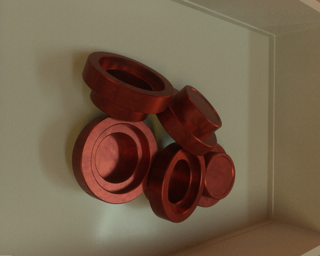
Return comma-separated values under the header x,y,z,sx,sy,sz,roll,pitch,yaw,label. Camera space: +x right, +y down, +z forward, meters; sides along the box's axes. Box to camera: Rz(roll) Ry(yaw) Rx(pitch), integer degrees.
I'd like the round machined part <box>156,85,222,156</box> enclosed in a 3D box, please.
x,y,z,sx,sy,sz,roll,pitch,yaw,label
0.041,-0.016,0.394,0.098,0.042,0.098,39,25,-22,round machined part

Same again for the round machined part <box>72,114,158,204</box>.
x,y,z,sx,sy,sz,roll,pitch,yaw,label
-0.053,0.033,0.349,0.099,0.042,0.097,0,90,-40,round machined part

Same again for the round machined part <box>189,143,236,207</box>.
x,y,z,sx,sy,sz,roll,pitch,yaw,label
0.074,0.068,0.458,0.099,0.042,0.097,0,90,-40,round machined part

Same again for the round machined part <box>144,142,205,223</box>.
x,y,z,sx,sy,sz,roll,pitch,yaw,label
0.016,0.066,0.393,0.099,0.042,0.097,-13,107,-52,round machined part

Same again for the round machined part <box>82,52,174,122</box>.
x,y,z,sx,sy,sz,roll,pitch,yaw,label
-0.037,-0.042,0.340,0.099,0.098,0.042,3,124,-40,round machined part
